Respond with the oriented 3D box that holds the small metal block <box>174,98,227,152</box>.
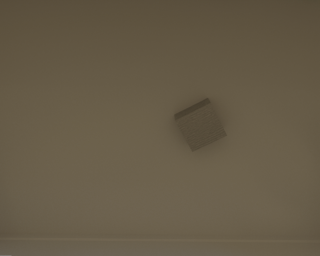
[{"bbox_3d":[0.053,-0.004,0.410,0.050,0.025,0.050,-27,108,9],"label":"small metal block"}]
